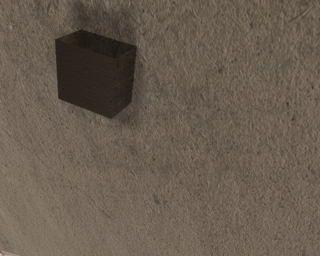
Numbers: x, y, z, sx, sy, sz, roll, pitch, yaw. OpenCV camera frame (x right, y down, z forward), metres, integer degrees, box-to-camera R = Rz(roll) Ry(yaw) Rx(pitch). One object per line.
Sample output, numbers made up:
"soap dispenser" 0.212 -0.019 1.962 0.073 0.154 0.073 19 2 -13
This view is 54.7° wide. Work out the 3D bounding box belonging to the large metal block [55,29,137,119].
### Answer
"large metal block" -0.080 -0.069 0.389 0.080 0.050 0.079 21 126 15
